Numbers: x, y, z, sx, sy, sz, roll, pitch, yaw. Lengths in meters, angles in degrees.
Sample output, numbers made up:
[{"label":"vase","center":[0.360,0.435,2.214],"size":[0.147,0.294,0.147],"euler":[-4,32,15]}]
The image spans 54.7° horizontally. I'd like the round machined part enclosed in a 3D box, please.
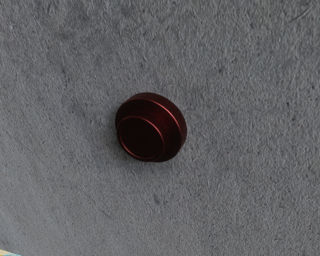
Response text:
[{"label":"round machined part","center":[-0.018,0.006,0.408],"size":[0.098,0.042,0.097],"euler":[13,124,20]}]
